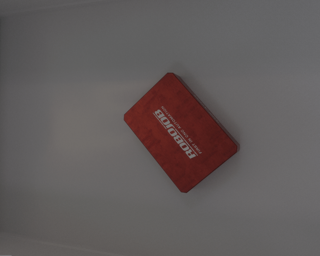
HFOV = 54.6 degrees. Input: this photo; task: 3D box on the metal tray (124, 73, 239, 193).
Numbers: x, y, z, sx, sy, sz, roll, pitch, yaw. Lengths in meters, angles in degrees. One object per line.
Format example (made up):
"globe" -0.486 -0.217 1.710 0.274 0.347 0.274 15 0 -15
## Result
"metal tray" 0.026 0.005 0.399 0.090 0.030 0.130 -43 77 15
